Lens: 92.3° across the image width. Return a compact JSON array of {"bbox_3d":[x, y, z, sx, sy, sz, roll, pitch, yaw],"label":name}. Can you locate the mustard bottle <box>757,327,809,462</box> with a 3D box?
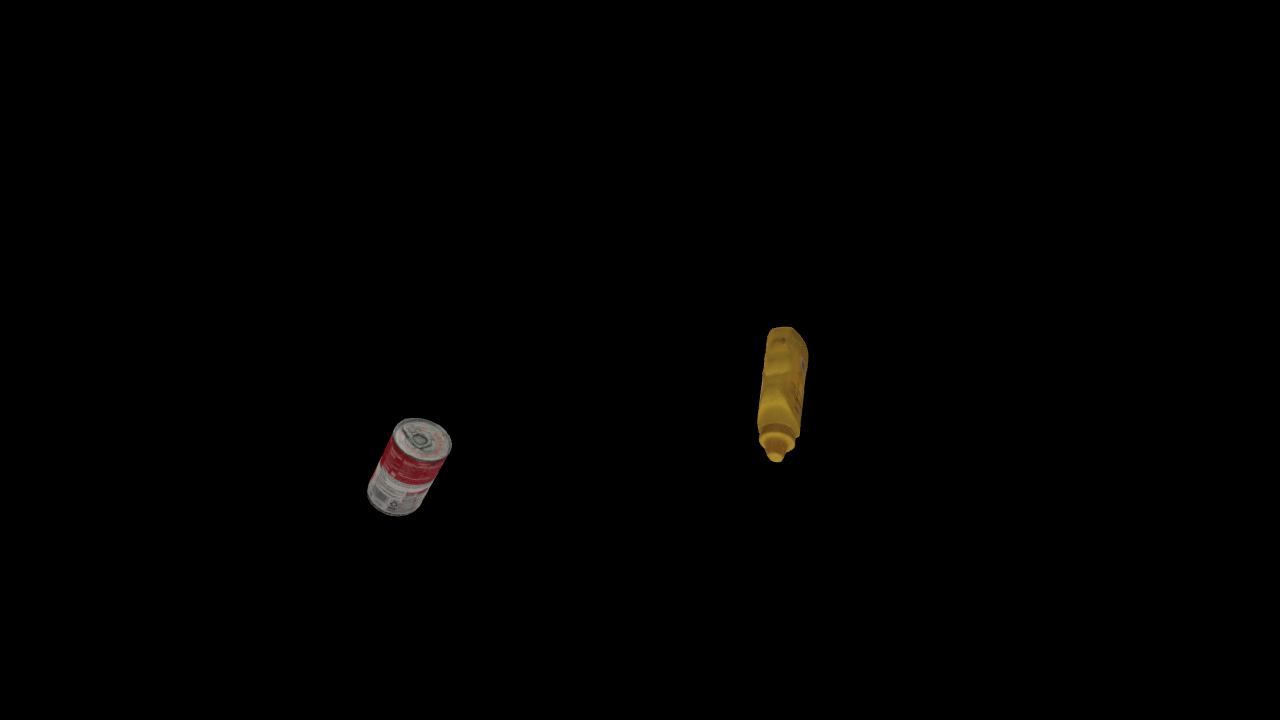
[{"bbox_3d":[0.178,0.050,0.771,0.054,0.184,0.092,-1,-45,20],"label":"mustard bottle"}]

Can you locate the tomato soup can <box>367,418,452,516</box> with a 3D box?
[{"bbox_3d":[-0.272,0.127,0.724,0.068,0.101,0.068,26,27,-15],"label":"tomato soup can"}]
